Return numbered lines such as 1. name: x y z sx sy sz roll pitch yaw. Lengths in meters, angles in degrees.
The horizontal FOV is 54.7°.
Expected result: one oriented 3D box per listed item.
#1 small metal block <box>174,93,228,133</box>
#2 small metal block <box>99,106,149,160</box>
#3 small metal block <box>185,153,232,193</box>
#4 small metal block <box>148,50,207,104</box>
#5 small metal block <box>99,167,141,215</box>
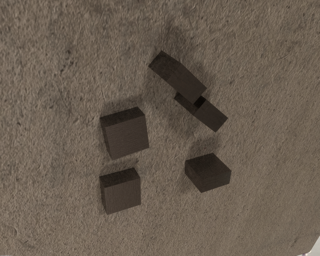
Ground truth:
1. small metal block: 0.054 -0.026 0.406 0.050 0.050 0.025 33 100 -39
2. small metal block: -0.044 0.006 0.388 0.050 0.025 0.050 -18 126 -18
3. small metal block: 0.072 0.067 0.474 0.050 0.050 0.025 -13 124 -22
4. small metal block: 0.020 -0.060 0.366 0.025 0.050 0.050 -50 129 7
5. small metal block: -0.055 0.088 0.433 0.050 0.025 0.050 -13 124 -22
